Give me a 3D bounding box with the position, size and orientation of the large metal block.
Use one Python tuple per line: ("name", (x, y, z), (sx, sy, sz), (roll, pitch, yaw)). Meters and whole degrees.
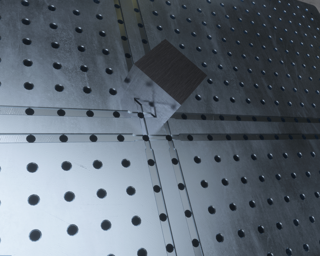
("large metal block", (0.007, -0.067, 0.438), (0.080, 0.050, 0.080), (41, 51, 0))
